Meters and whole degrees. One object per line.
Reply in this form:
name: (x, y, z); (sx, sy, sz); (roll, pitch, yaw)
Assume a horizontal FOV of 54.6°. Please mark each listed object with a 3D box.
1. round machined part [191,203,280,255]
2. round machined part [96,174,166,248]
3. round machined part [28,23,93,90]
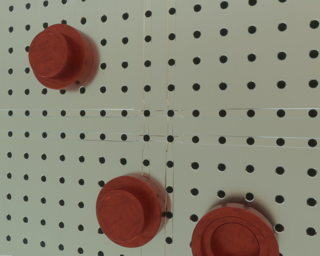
round machined part: (0.091, 0.139, 0.372); (0.098, 0.042, 0.097); (0, 90, 20)
round machined part: (-0.045, 0.114, 0.420); (0.098, 0.042, 0.097); (0, 90, 20)
round machined part: (-0.153, -0.106, 0.458); (0.098, 0.042, 0.097); (0, 90, 20)
